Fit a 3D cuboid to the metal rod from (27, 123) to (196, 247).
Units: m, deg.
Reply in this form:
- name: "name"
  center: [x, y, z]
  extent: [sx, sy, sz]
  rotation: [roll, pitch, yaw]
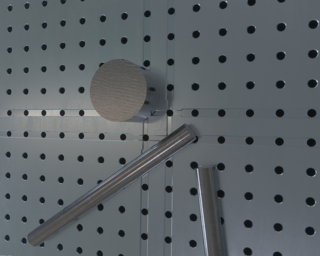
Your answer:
- name: "metal rod"
  center: [-0.078, 0.088, 0.439]
  extent: [0.300, 0.025, 0.025]
  rotation: [-36, 79, 16]

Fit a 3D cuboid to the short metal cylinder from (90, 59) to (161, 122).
- name: "short metal cylinder"
  center: [-0.045, -0.048, 0.415]
  extent: [0.080, 0.050, 0.079]
  rotation: [0, 90, 20]

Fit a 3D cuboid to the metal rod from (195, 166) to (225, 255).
- name: "metal rod"
  center: [0.073, 0.198, 0.386]
  extent: [0.025, 0.025, 0.298]
  rotation: [-7, 88, 20]
